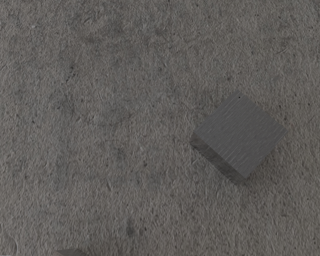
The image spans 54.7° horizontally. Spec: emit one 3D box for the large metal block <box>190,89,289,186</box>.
[{"bbox_3d":[0.096,0.012,0.391,0.080,0.050,0.080,43,75,14],"label":"large metal block"}]

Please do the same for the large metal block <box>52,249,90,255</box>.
[{"bbox_3d":[-0.076,0.168,0.317,0.080,0.080,0.050,27,72,9],"label":"large metal block"}]
